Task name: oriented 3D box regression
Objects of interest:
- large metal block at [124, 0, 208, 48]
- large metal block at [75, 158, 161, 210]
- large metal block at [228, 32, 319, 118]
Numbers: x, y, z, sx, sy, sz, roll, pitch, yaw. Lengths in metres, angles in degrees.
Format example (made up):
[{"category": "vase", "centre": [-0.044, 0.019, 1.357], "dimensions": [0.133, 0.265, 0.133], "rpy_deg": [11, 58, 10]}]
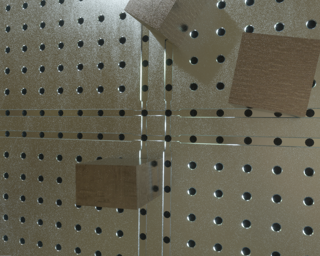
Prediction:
[{"category": "large metal block", "centre": [0.013, -0.154, 0.378], "dimensions": [0.050, 0.080, 0.080], "rpy_deg": [36, 101, 16]}, {"category": "large metal block", "centre": [-0.051, 0.068, 0.400], "dimensions": [0.080, 0.080, 0.050], "rpy_deg": [-1, 90, 19]}, {"category": "large metal block", "centre": [0.129, -0.059, 0.354], "dimensions": [0.080, 0.050, 0.079], "rpy_deg": [12, 94, 19]}]
